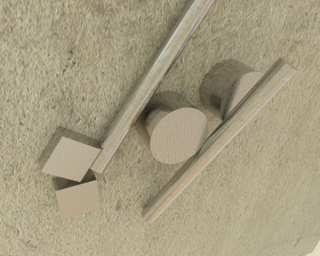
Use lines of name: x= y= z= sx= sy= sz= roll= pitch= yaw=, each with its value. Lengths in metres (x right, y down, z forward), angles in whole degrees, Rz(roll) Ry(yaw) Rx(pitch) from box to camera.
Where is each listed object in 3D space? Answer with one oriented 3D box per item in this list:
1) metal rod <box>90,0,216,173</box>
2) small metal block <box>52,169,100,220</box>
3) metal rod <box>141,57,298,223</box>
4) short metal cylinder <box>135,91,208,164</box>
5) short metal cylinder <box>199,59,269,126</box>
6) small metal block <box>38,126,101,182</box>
metal rod: x=0.000 y=-0.072 z=0.361 sx=0.025 sy=0.025 sz=0.299 roll=25 pitch=105 yaw=-37
small metal block: x=-0.108 y=0.085 z=0.401 sx=0.050 sy=0.025 sz=0.050 roll=-13 pitch=124 yaw=-21
metal rod: x=0.062 y=0.033 z=0.411 sx=0.025 sy=0.025 sz=0.298 roll=15 pitch=126 yaw=-35
short metal cylinder: x=0.014 y=-0.001 z=0.398 sx=0.081 sy=0.050 sz=0.079 roll=-14 pitch=124 yaw=-21
short metal cylinder: x=0.101 y=-0.046 z=0.417 sx=0.081 sy=0.050 sz=0.079 roll=-14 pitch=124 yaw=-21
small metal block: x=-0.107 y=0.032 z=0.368 sx=0.050 sy=0.025 sz=0.050 roll=25 pitch=105 yaw=-37
